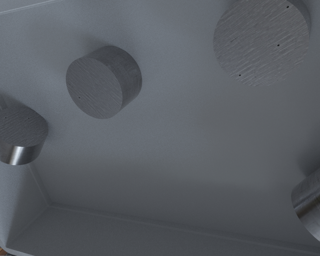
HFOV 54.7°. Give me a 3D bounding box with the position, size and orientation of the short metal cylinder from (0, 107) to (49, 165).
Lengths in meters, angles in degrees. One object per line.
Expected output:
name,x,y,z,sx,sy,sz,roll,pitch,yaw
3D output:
short metal cylinder,-0.227,0.013,0.498,0.080,0.080,0.050,38,129,2

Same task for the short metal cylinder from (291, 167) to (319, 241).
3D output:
short metal cylinder,0.188,0.079,0.323,0.080,0.080,0.050,35,129,4

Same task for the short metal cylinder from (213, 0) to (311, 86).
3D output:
short metal cylinder,0.096,-0.085,0.289,0.080,0.050,0.079,13,124,20

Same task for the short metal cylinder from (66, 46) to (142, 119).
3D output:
short metal cylinder,-0.070,-0.058,0.392,0.080,0.050,0.079,13,124,20
